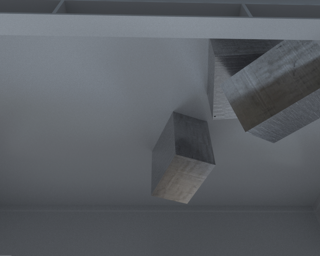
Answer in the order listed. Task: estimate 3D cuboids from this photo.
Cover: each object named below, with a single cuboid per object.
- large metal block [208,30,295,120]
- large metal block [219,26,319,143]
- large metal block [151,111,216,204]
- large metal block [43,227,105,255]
[{"bbox_3d":[0.097,-0.058,0.345,0.080,0.050,0.079,-4,130,2],"label":"large metal block"},{"bbox_3d":[0.115,-0.032,0.280,0.080,0.050,0.080,-35,153,26],"label":"large metal block"},{"bbox_3d":[0.026,0.039,0.406,0.050,0.080,0.079,16,128,-14],"label":"large metal block"},{"bbox_3d":[-0.164,0.243,0.600,0.080,0.050,0.080,-16,129,12],"label":"large metal block"}]
